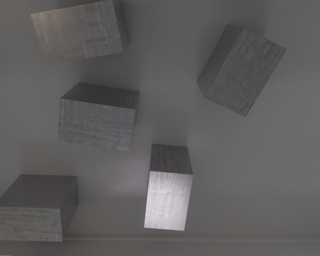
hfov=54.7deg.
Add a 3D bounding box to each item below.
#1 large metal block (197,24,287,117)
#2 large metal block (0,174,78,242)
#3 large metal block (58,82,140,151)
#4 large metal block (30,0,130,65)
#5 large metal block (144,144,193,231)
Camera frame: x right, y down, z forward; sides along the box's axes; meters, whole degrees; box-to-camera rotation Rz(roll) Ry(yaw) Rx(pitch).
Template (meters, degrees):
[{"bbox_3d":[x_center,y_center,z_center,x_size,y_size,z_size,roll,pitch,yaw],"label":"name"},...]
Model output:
[{"bbox_3d":[0.087,-0.069,0.357,0.050,0.080,0.080,24,108,-9],"label":"large metal block"},{"bbox_3d":[-0.162,0.105,0.419,0.081,0.080,0.050,2,110,-1],"label":"large metal block"},{"bbox_3d":[-0.070,-0.016,0.375,0.081,0.080,0.050,8,110,-3],"label":"large metal block"},{"bbox_3d":[-0.081,-0.107,0.342,0.080,0.080,0.050,-9,110,3],"label":"large metal block"},{"bbox_3d":[0.009,0.075,0.410,0.050,0.080,0.079,6,110,-2],"label":"large metal block"}]
